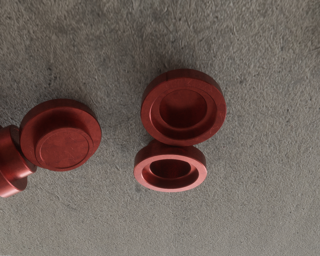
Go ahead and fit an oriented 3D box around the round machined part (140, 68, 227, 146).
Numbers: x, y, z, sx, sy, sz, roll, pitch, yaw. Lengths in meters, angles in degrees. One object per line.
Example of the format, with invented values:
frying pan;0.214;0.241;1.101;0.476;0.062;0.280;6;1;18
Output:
round machined part;0.027;-0.028;0.371;0.099;0.042;0.097;0;128;0

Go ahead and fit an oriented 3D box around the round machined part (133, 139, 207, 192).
round machined part;0.014;0.047;0.429;0.099;0.042;0.097;1;140;1

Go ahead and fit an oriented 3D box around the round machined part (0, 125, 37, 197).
round machined part;-0.192;0.034;0.392;0.042;0.098;0.098;-24;130;-8

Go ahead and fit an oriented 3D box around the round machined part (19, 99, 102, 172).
round machined part;-0.121;0.016;0.386;0.099;0.042;0.097;-14;129;-18
